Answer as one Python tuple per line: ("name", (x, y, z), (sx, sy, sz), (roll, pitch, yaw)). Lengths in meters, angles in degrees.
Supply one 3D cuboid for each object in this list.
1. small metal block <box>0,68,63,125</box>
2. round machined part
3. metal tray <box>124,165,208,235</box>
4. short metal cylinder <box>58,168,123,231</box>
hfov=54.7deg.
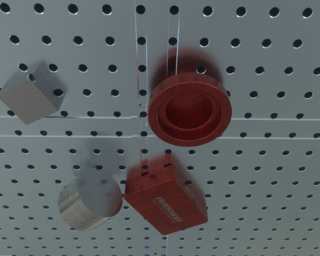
("small metal block", (-0.157, -0.037, 0.378), (0.050, 0.025, 0.050), (-21, 127, 16))
("round machined part", (0.035, -0.026, 0.379), (0.099, 0.042, 0.097), (0, 130, 0))
("metal tray", (0.013, 0.124, 0.514), (0.090, 0.030, 0.130), (-24, 127, 18))
("short metal cylinder", (-0.104, 0.107, 0.465), (0.080, 0.080, 0.050), (36, 122, -26))
